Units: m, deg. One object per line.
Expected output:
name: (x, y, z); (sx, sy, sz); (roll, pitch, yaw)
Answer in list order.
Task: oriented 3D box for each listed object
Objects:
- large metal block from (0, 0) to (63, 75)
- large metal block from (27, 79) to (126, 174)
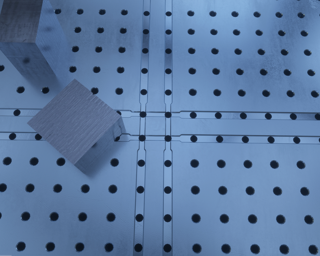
large metal block: (-0.176, -0.128, 0.427); (0.050, 0.080, 0.080); (1, 70, 0)
large metal block: (-0.104, -0.002, 0.398); (0.080, 0.050, 0.080); (38, 74, 12)
